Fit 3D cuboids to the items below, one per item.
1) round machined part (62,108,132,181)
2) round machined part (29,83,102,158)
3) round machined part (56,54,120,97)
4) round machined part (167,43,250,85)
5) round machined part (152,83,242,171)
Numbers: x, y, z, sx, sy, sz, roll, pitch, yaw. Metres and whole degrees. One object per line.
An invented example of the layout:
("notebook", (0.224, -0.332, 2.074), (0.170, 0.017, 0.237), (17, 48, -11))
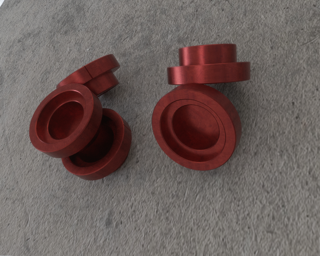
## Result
("round machined part", (-0.081, 0.025, 0.420), (0.098, 0.042, 0.098), (-13, 56, 21))
("round machined part", (-0.116, -0.006, 0.403), (0.098, 0.042, 0.098), (-12, 59, 21))
("round machined part", (-0.101, -0.067, 0.466), (0.098, 0.042, 0.098), (-31, 8, 5))
("round machined part", (0.057, -0.077, 0.372), (0.098, 0.099, 0.042), (2, 102, 29))
("round machined part", (0.044, -0.004, 0.350), (0.098, 0.097, 0.042), (4, 27, 30))
